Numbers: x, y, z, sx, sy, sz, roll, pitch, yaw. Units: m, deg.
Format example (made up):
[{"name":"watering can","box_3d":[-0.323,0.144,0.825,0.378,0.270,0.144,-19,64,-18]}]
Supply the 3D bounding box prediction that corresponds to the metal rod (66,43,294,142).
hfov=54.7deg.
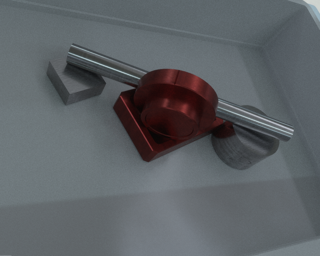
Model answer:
[{"name":"metal rod","box_3d":[0.033,-0.041,0.396,0.302,0.025,0.025,19,54,-10]}]

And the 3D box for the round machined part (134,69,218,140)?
[{"name":"round machined part","box_3d":[0.016,-0.021,0.363,0.099,0.098,0.042,25,61,-14]}]

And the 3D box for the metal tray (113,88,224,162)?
[{"name":"metal tray","box_3d":[0.014,-0.019,0.420,0.131,0.030,0.090,-21,73,-36]}]

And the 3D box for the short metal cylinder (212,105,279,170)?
[{"name":"short metal cylinder","box_3d":[0.123,0.014,0.448,0.081,0.050,0.080,14,56,-21]}]

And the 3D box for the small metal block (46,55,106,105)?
[{"name":"small metal block","box_3d":[-0.104,-0.062,0.386,0.050,0.025,0.050,-25,75,-37]}]
